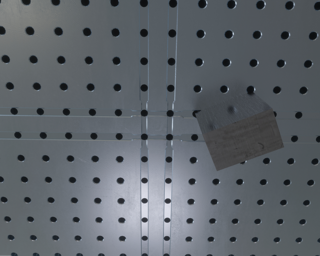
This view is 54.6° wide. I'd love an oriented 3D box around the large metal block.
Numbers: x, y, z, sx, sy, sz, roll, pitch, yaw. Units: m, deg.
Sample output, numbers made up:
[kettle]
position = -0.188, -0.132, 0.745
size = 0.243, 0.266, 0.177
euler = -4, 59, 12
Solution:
[large metal block]
position = 0.094, 0.001, 0.385
size = 0.080, 0.080, 0.050
euler = -21, 109, 7
